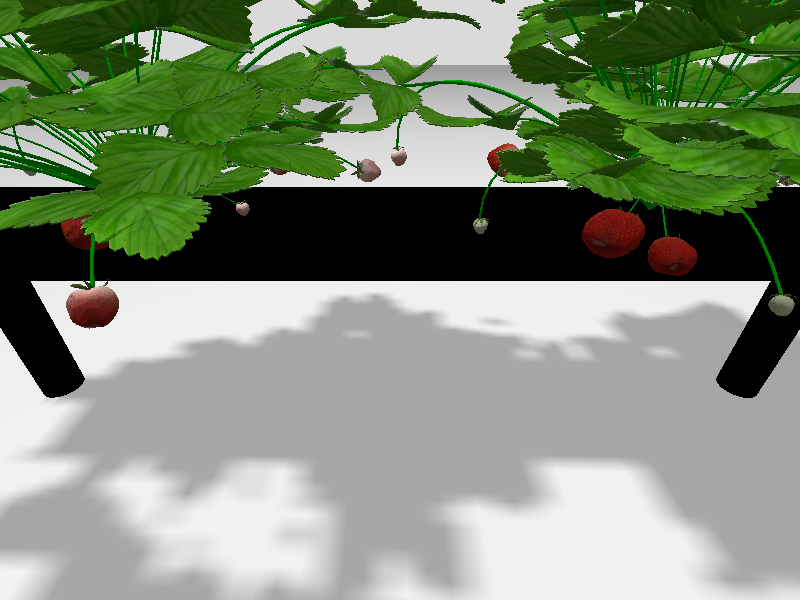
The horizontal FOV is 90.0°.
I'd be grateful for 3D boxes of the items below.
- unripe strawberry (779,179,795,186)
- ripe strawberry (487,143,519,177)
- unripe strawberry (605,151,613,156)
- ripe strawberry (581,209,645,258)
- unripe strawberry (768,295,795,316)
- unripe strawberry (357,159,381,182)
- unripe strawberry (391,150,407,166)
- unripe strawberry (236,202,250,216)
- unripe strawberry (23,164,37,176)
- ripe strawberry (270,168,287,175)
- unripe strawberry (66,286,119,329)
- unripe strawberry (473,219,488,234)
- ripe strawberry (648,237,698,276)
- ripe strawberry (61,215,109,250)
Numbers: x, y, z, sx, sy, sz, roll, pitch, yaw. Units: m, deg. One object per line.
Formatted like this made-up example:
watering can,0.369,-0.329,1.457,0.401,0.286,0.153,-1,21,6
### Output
unripe strawberry,0.410,-0.130,0.417,0.020,0.021,0.018,-11,34,-18
ripe strawberry,0.115,-0.157,0.451,0.035,0.037,0.037,-27,40,-36
unripe strawberry,0.252,-0.178,0.498,0.021,0.021,0.018,5,36,8
ripe strawberry,0.139,-0.043,0.266,0.037,0.033,0.034,24,40,33
unripe strawberry,0.206,0.003,0.216,0.011,0.011,0.010,4,-11,6
unripe strawberry,-0.032,-0.137,0.427,0.024,0.023,0.026,-3,30,-26
unripe strawberry,-0.002,-0.175,0.494,0.019,0.020,0.018,21,38,30
unripe strawberry,-0.137,-0.079,0.350,0.011,0.011,0.011,4,32,7
unripe strawberry,-0.401,-0.142,0.434,0.015,0.014,0.013,16,35,23
ripe strawberry,-0.138,-0.159,0.461,0.026,0.027,0.028,20,37,29
unripe strawberry,-0.156,0.004,0.204,0.023,0.021,0.020,-12,-21,-18
unripe strawberry,0.061,-0.056,0.306,0.011,0.012,0.011,-11,34,-17
ripe strawberry,0.169,-0.026,0.249,0.027,0.023,0.027,13,35,20
ripe strawberry,-0.219,-0.049,0.280,0.032,0.034,0.035,-2,33,-3
